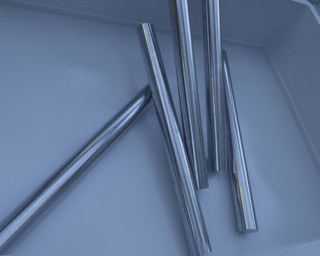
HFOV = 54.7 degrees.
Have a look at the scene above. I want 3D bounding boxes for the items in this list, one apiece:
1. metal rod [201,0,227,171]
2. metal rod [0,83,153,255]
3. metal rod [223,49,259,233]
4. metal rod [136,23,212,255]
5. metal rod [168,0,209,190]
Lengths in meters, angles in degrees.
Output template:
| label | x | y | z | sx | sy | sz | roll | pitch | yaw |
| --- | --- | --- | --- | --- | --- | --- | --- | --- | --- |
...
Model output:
| label | x | y | z | sx | sy | sz | roll | pitch | yaw |
| --- | --- | --- | --- | --- | --- | --- | --- | --- | --- |
| metal rod | 0.072 | -0.093 | 0.420 | 0.025 | 0.025 | 0.298 | -1 | 88 | -29 |
| metal rod | -0.081 | 0.031 | 0.343 | 0.025 | 0.025 | 0.301 | 41 | 51 | -1 |
| metal rod | 0.107 | 0.000 | 0.462 | 0.025 | 0.025 | 0.299 | 12 | 57 | -22 |
| metal rod | 0.013 | 0.001 | 0.388 | 0.025 | 0.025 | 0.299 | -4 | 71 | -30 |
| metal rod | 0.033 | -0.073 | 0.393 | 0.025 | 0.025 | 0.298 | -5 | 88 | -31 |
